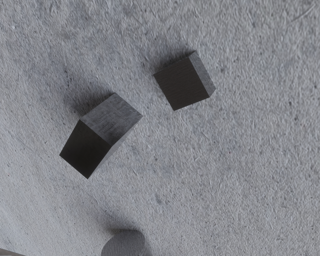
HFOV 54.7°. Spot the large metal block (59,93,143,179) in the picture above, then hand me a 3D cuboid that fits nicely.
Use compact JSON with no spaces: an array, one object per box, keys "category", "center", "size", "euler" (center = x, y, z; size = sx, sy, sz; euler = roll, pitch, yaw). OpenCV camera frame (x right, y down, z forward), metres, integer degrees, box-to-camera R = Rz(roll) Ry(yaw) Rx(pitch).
[{"category":"large metal block","center":[-0.079,0.010,0.419],"size":[0.050,0.080,0.080],"euler":[41,129,0]}]

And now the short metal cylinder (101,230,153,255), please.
[{"category":"short metal cylinder","center":[-0.056,0.226,0.541],"size":[0.080,0.080,0.050],"euler":[-6,116,31]}]

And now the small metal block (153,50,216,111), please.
[{"category":"small metal block","center":[0.029,-0.054,0.359],"size":[0.050,0.025,0.050],"euler":[-20,108,35]}]
